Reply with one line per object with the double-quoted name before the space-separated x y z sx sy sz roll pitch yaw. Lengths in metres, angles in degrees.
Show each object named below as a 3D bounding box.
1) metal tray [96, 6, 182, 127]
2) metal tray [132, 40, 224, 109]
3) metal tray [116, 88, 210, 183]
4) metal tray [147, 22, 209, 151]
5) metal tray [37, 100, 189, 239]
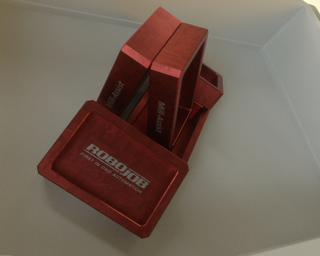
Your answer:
"metal tray" -0.031 -0.065 0.359 0.030 0.129 0.090 34 51 -5
"metal tray" 0.030 -0.088 0.450 0.130 0.030 0.090 34 26 -6
"metal tray" 0.005 -0.003 0.406 0.090 0.030 0.130 34 51 -6
"metal tray" 0.018 -0.041 0.357 0.030 0.129 0.090 20 50 12
"metal tray" -0.046 0.043 0.328 0.130 0.030 0.090 35 75 -6
